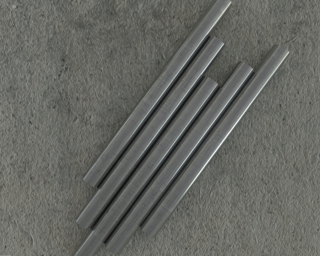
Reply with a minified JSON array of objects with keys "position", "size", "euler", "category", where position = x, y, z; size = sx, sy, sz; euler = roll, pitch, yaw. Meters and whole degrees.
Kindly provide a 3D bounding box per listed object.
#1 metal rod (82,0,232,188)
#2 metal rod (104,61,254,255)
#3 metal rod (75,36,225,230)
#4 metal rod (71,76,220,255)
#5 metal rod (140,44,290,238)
[{"position":[-0.004,-0.049,0.411],"size":[0.025,0.025,0.299],"euler":[36,90,-1],"category":"metal rod"},{"position":[0.026,0.039,0.411],"size":[0.025,0.025,0.299],"euler":[36,90,-1],"category":"metal rod"},{"position":[-0.013,0.006,0.411],"size":[0.025,0.025,0.299],"euler":[36,90,-1],"category":"metal rod"},{"position":[-0.020,0.059,0.411],"size":[0.025,0.025,0.299],"euler":[36,90,-1],"category":"metal rod"},{"position":[0.073,0.017,0.412],"size":[0.025,0.025,0.299],"euler":[36,90,-1],"category":"metal rod"}]
